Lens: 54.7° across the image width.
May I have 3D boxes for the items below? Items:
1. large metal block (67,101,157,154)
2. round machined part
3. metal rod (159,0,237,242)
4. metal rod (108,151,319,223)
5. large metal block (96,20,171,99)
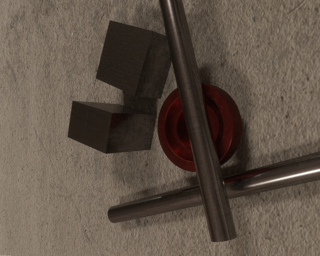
[{"bbox_3d":[-0.064,-0.003,0.420,0.080,0.081,0.050,17,101,38],"label":"large metal block"},{"bbox_3d":[0.048,-0.001,0.353,0.098,0.042,0.097,0,90,39],"label":"round machined part"},{"bbox_3d":[0.032,-0.038,0.322,0.025,0.025,0.298,-19,78,38],"label":"metal rod"},{"bbox_3d":[0.042,0.080,0.368,0.299,0.025,0.025,-24,75,37],"label":"metal rod"},{"bbox_3d":[-0.033,-0.091,0.413,0.080,0.050,0.079,27,107,36],"label":"large metal block"}]
